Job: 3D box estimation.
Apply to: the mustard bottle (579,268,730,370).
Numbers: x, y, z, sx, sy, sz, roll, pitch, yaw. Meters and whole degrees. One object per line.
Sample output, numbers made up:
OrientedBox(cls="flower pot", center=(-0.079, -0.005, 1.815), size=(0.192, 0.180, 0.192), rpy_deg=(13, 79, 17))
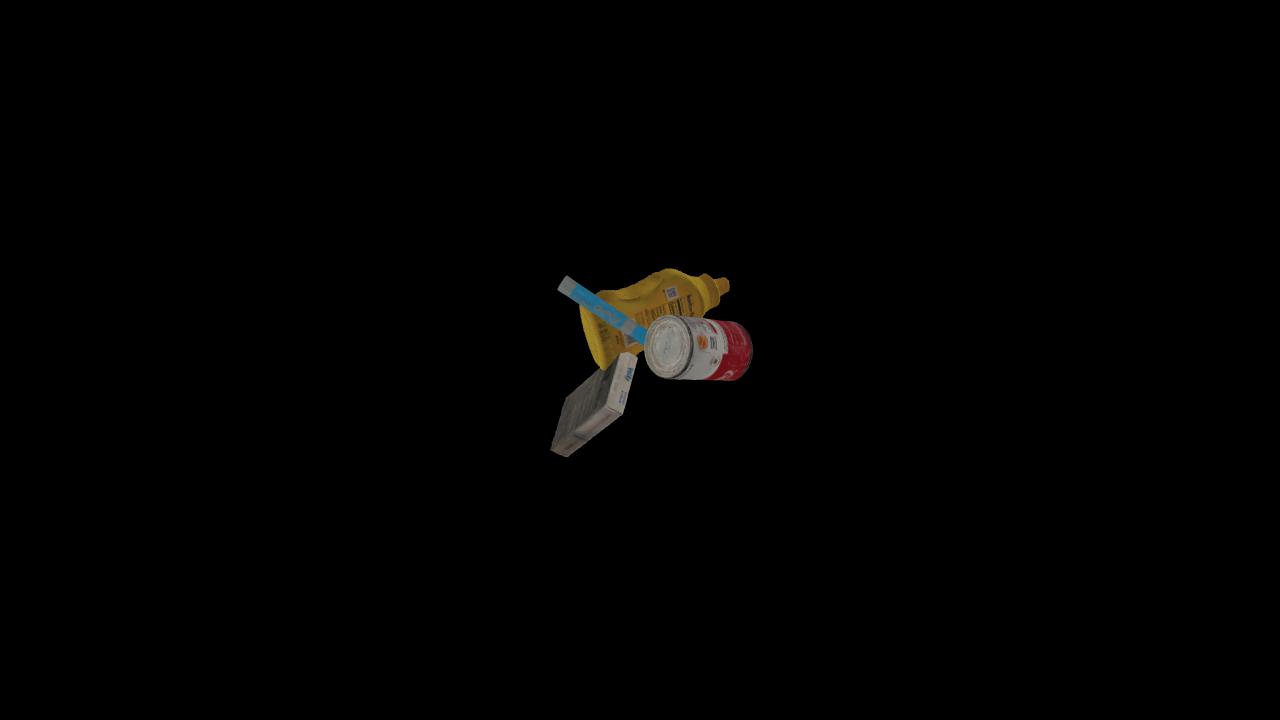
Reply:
OrientedBox(cls="mustard bottle", center=(0.025, -0.059, 0.724), size=(0.184, 0.092, 0.054), rpy_deg=(-23, 30, -15))

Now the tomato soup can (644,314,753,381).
OrientedBox(cls="tomato soup can", center=(0.062, -0.012, 0.648), size=(0.101, 0.068, 0.068), rpy_deg=(3, -2, -44))

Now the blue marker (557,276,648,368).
OrientedBox(cls="blue marker", center=(-0.034, -0.050, 0.665), size=(0.121, 0.020, 0.020), rpy_deg=(33, -4, -6))

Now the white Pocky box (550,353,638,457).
OrientedBox(cls="white Pocky box", center=(-0.058, 0.055, 0.741), size=(0.028, 0.084, 0.154), rpy_deg=(27, -37, -18))
